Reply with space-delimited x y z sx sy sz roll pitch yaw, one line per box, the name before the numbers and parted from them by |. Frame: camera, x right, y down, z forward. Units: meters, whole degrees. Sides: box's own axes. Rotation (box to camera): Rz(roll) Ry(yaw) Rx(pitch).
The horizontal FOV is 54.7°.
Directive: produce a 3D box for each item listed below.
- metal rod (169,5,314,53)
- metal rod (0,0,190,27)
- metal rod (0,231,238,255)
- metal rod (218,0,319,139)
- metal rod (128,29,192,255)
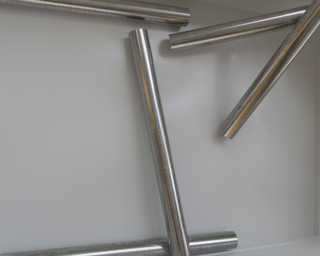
metal rod | 0.162 -0.142 0.407 0.302 0.025 0.025 -11 94 4
metal rod | -0.106 -0.151 0.370 0.302 0.025 0.025 0 90 -20
metal rod | -0.036 0.158 0.397 0.302 0.025 0.025 2 90 -20
metal rod | 0.171 -0.108 0.394 0.025 0.025 0.298 26 112 -19
metal rod | 0.000 0.023 0.396 0.025 0.025 0.298 -11 88 -20
